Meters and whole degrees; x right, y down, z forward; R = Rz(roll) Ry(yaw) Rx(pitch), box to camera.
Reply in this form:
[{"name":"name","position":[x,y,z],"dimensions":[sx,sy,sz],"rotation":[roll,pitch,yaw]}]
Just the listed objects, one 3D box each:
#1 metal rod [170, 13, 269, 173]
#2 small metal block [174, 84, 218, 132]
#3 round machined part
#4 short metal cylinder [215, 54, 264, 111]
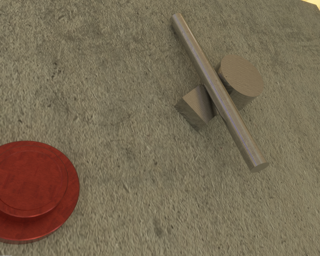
[{"name":"metal rod","position":[0.076,-0.070,0.459],"dimensions":[0.025,0.025,0.299],"rotation":[-2,53,-29]},{"name":"small metal block","position":[0.058,-0.030,0.455],"dimensions":[0.050,0.025,0.050],"rotation":[48,51,5]},{"name":"round machined part","position":[-0.125,0.055,0.292],"dimensions":[0.099,0.042,0.098],"rotation":[14,56,-21]},{"name":"short metal cylinder","position":[0.117,-0.070,0.496],"dimensions":[0.081,0.050,0.080],"rotation":[14,56,-21]}]
